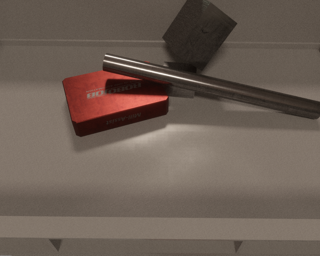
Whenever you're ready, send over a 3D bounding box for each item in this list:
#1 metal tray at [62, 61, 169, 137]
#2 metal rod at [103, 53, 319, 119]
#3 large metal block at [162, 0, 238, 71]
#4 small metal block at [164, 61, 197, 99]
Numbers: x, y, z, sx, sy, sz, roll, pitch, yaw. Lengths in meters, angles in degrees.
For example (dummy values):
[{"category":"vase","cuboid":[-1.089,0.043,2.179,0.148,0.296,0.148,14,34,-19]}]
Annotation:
[{"category":"metal tray","cuboid":[-0.063,-0.045,0.439,0.131,0.030,0.090,-15,52,-13]},{"category":"metal rod","cuboid":[0.072,-0.057,0.427,0.302,0.025,0.025,13,51,-1]},{"category":"large metal block","cuboid":[0.055,-0.143,0.456,0.050,0.080,0.080,26,22,-27]},{"category":"small metal block","cuboid":[0.028,-0.073,0.467,0.050,0.025,0.050,6,50,4]}]
